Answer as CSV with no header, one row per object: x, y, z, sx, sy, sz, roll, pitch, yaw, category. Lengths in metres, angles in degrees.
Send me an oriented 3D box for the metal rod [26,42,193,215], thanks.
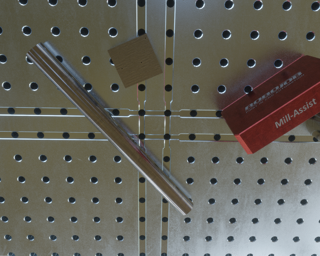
-0.057,0.012,0.416,0.025,0.025,0.300,-38,106,12,metal rod

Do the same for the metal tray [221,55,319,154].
0.142,-0.031,0.369,0.130,0.090,0.030,-35,107,11,metal tray

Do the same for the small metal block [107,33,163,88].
-0.029,-0.084,0.382,0.050,0.025,0.050,-22,109,7,small metal block

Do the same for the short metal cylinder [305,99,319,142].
0.239,-0.009,0.400,0.081,0.050,0.079,0,110,-1,short metal cylinder
